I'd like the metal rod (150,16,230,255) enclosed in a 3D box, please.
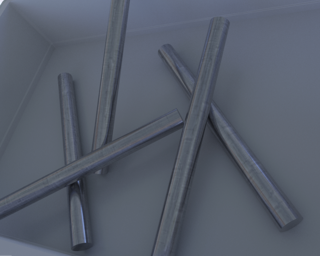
[{"bbox_3d":[0.038,0.006,0.355,0.025,0.025,0.299,6,73,31],"label":"metal rod"}]

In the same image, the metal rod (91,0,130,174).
[{"bbox_3d":[-0.063,-0.089,0.413,0.025,0.025,0.298,8,90,31],"label":"metal rod"}]

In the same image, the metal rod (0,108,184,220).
[{"bbox_3d":[-0.107,0.055,0.391,0.301,0.025,0.025,-27,53,7],"label":"metal rod"}]

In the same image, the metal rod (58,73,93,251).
[{"bbox_3d":[-0.129,0.026,0.455,0.025,0.025,0.299,-27,53,11],"label":"metal rod"}]

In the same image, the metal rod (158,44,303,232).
[{"bbox_3d":[0.065,-0.014,0.379,0.025,0.025,0.300,-33,52,6],"label":"metal rod"}]
